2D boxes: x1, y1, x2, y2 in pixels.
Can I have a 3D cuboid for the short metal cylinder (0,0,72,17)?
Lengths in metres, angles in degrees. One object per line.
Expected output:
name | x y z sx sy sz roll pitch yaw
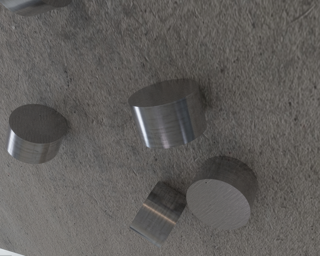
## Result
short metal cylinder | -0.139 -0.169 0.340 0.050 0.080 0.080 -2 118 29

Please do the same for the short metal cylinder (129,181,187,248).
short metal cylinder | -0.001 0.124 0.448 0.050 0.080 0.079 31 129 8

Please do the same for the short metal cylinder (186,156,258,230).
short metal cylinder | 0.081 0.083 0.400 0.080 0.050 0.079 13 124 21

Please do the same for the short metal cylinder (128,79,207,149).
short metal cylinder | 0.009 -0.019 0.355 0.080 0.080 0.050 -1 118 29

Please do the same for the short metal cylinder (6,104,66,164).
short metal cylinder | -0.191 0.009 0.478 0.080 0.080 0.050 36 129 4
